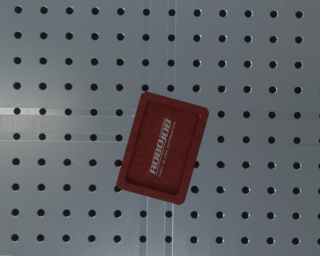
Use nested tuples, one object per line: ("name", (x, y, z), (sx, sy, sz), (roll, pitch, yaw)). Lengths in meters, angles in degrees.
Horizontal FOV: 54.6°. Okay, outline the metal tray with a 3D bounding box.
("metal tray", (0.004, 0.026, 0.410), (0.090, 0.030, 0.129), (16, 90, 0))
